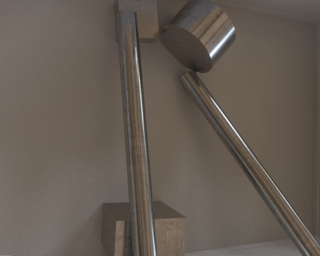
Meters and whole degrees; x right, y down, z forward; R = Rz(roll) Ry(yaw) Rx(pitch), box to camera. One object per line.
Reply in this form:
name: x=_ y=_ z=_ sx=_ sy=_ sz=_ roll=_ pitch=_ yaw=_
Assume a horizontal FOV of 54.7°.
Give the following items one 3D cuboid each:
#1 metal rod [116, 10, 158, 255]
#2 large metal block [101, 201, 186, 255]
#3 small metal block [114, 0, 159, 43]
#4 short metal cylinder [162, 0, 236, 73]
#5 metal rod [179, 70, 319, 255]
metal rod: x=-0.026 y=0.010 z=0.339 sx=0.025 sy=0.025 sz=0.299 roll=-1 pitch=77 yaw=-20
large metal block: x=-0.023 y=0.124 z=0.374 sx=0.081 sy=0.080 sz=0.050 roll=3 pitch=89 yaw=-20
small metal block: x=-0.030 y=-0.138 z=0.400 sx=0.050 sy=0.025 sz=0.050 roll=-5 pitch=92 yaw=-20
short metal cylinder: x=0.049 y=-0.118 z=0.401 sx=0.080 sy=0.080 sz=0.050 roll=44 pitch=76 yaw=-15
metal rod: x=0.119 y=0.050 z=0.399 sx=0.025 sy=0.025 sz=0.299 roll=-30 pitch=79 yaw=-18
